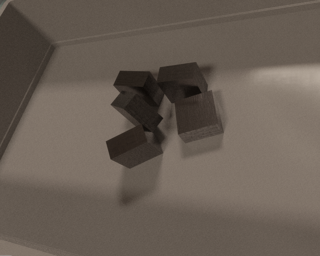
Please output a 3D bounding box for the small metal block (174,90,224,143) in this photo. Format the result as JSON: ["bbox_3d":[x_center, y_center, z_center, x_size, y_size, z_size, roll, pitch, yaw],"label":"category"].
[{"bbox_3d":[0.048,-0.014,0.388,0.050,0.025,0.050,-16,55,18],"label":"small metal block"}]

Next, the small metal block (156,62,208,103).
[{"bbox_3d":[0.030,-0.058,0.408,0.050,0.050,0.025,-3,61,26],"label":"small metal block"}]

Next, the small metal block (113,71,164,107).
[{"bbox_3d":[-0.029,-0.055,0.437,0.050,0.050,0.025,7,66,31],"label":"small metal block"}]

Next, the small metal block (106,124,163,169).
[{"bbox_3d":[-0.031,0.024,0.387,0.050,0.050,0.025,-26,62,12],"label":"small metal block"}]

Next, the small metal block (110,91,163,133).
[{"bbox_3d":[-0.031,-0.022,0.408,0.025,0.050,0.050,-53,28,-9],"label":"small metal block"}]
